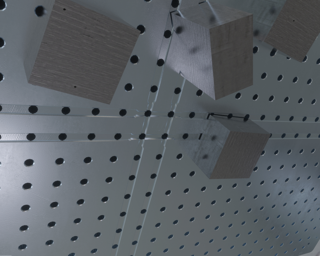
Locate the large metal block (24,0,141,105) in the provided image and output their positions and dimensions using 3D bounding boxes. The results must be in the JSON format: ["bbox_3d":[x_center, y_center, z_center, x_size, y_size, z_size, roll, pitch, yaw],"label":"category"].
[{"bbox_3d":[-0.078,-0.078,0.304,0.081,0.050,0.080,14,111,-34],"label":"large metal block"}]

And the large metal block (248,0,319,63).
[{"bbox_3d":[0.161,-0.140,0.395,0.081,0.050,0.080,14,111,-34],"label":"large metal block"}]

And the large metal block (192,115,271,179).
[{"bbox_3d":[0.107,0.030,0.471,0.081,0.050,0.079,4,116,-31],"label":"large metal block"}]

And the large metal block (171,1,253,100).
[{"bbox_3d":[0.059,-0.090,0.351,0.050,0.080,0.080,-23,127,-14],"label":"large metal block"}]
